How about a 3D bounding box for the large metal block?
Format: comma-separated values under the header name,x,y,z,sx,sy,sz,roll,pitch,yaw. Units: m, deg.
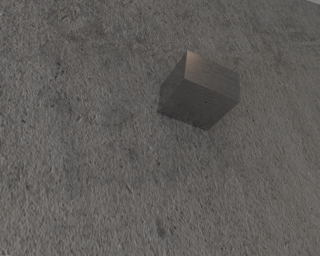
name,x,y,z,sx,sy,sz,roll,pitch,yaw
large metal block,0.052,-0.048,0.425,0.080,0.080,0.050,20,54,-17
